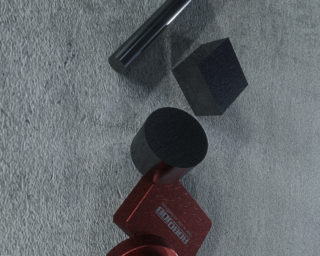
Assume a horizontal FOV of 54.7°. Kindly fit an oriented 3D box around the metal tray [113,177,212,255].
[{"bbox_3d":[0.009,0.124,0.412,0.090,0.030,0.130,-52,121,-27],"label":"metal tray"}]

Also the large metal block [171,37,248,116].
[{"bbox_3d":[0.075,-0.073,0.454,0.080,0.050,0.080,-45,118,-31],"label":"large metal block"}]

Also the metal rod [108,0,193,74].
[{"bbox_3d":[0.030,-0.181,0.431,0.025,0.025,0.301,52,59,-28],"label":"metal rod"}]

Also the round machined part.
[{"bbox_3d":[-0.019,0.177,0.356,0.099,0.042,0.097,-7,110,-20],"label":"round machined part"}]

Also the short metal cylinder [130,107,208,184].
[{"bbox_3d":[0.010,0.021,0.376,0.081,0.050,0.080,13,55,-19],"label":"short metal cylinder"}]
